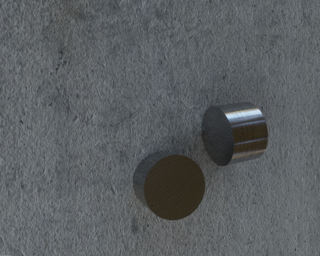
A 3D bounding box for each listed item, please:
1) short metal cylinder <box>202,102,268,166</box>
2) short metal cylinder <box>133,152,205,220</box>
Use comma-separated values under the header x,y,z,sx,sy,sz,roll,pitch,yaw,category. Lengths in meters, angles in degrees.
x,y,z,sx,sy,sz,roll,pitch,yaw,category
0.098,0.007,0.416,0.050,0.080,0.080,-9,93,-20,short metal cylinder
0.011,0.072,0.400,0.081,0.050,0.080,0,90,-20,short metal cylinder
